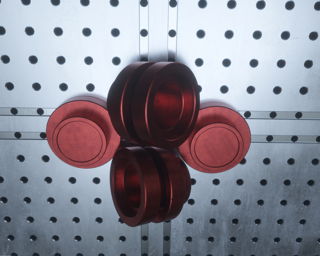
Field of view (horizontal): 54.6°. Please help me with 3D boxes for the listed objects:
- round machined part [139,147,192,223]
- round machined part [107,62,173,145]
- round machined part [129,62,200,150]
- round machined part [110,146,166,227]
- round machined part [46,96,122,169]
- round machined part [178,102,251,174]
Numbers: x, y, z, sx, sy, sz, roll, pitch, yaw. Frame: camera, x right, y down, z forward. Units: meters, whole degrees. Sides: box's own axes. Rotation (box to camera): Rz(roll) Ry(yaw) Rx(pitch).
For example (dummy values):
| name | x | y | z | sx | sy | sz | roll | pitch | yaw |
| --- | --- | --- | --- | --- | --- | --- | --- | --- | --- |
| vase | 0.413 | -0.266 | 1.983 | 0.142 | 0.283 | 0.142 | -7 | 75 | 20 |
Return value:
| name | x | y | z | sx | sy | sz | roll | pitch | yaw |
| --- | --- | --- | --- | --- | --- | --- | --- | --- | --- |
| round machined part | 0.005 | 0.072 | 0.411 | 0.042 | 0.098 | 0.097 | -3 | 114 | -33 |
| round machined part | -0.025 | -0.031 | 0.375 | 0.042 | 0.099 | 0.097 | 11 | 116 | 39 |
| round machined part | 0.002 | -0.027 | 0.357 | 0.042 | 0.099 | 0.097 | 11 | 116 | 39 |
| round machined part | -0.025 | 0.072 | 0.396 | 0.042 | 0.098 | 0.097 | -3 | 114 | -33 |
| round machined part | -0.101 | 0.011 | 0.407 | 0.099 | 0.042 | 0.097 | 0 | 110 | 0 |
| round machined part | 0.072 | 0.018 | 0.411 | 0.099 | 0.042 | 0.097 | 0 | 110 | 0 |
